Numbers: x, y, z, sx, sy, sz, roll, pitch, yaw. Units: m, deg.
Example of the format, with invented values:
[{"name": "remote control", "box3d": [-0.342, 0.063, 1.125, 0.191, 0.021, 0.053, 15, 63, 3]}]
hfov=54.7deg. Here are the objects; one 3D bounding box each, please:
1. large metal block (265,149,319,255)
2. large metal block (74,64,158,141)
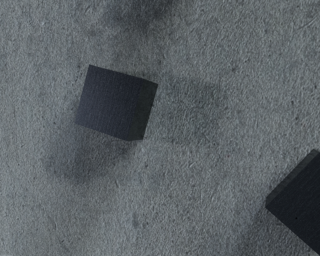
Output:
[{"name": "large metal block", "box3d": [0.174, 0.080, 0.334, 0.080, 0.050, 0.080, 42, 103, 15]}, {"name": "large metal block", "box3d": [-0.058, -0.033, 0.416, 0.080, 0.050, 0.080, 18, 96, 19]}]
